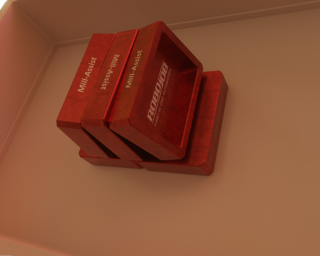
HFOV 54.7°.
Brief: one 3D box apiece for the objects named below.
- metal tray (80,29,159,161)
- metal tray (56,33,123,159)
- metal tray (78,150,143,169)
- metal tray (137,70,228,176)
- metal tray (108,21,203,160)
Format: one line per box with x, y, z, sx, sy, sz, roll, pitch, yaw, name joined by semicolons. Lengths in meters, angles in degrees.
-0.034;-0.038;0.363;0.030;0.090;0.130;0;60;28;metal tray
-0.071;-0.039;0.381;0.030;0.090;0.130;6;64;17;metal tray
-0.051;-0.011;0.433;0.090;0.030;0.130;1;62;28;metal tray
0.030;-0.009;0.391;0.090;0.030;0.130;1;62;28;metal tray
0.002;-0.040;0.344;0.030;0.090;0.130;-9;57;41;metal tray
